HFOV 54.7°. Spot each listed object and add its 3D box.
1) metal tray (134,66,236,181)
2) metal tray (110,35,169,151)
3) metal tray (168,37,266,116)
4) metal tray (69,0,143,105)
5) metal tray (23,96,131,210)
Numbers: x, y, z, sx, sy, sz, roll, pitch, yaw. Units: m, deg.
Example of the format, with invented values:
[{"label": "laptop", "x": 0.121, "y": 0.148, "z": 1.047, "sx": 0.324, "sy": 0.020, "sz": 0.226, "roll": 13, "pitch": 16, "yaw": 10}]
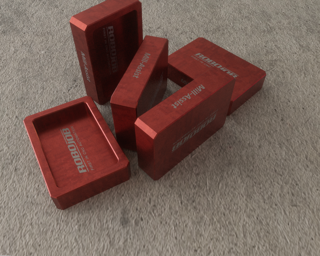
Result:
[{"label": "metal tray", "x": 0.031, "y": -0.006, "z": 0.367, "sx": 0.131, "sy": 0.089, "sz": 0.030, "roll": -36, "pitch": 59, "yaw": -27}, {"label": "metal tray", "x": -0.021, "y": -0.046, "z": 0.401, "sx": 0.030, "sy": 0.089, "sz": 0.130, "roll": 13, "pitch": 51, "yaw": 10}, {"label": "metal tray", "x": 0.080, "y": -0.083, "z": 0.472, "sx": 0.091, "sy": 0.030, "sz": 0.130, "roll": -37, "pitch": 59, "yaw": -27}, {"label": "metal tray", "x": -0.065, "y": -0.104, "z": 0.423, "sx": 0.030, "sy": 0.129, "sz": 0.090, "roll": 36, "pitch": 58, "yaw": 26}, {"label": "metal tray", "x": -0.103, "y": 0.024, "z": 0.380, "sx": 0.091, "sy": 0.030, "sz": 0.130, "roll": -23, "pitch": 54, "yaw": -19}]
